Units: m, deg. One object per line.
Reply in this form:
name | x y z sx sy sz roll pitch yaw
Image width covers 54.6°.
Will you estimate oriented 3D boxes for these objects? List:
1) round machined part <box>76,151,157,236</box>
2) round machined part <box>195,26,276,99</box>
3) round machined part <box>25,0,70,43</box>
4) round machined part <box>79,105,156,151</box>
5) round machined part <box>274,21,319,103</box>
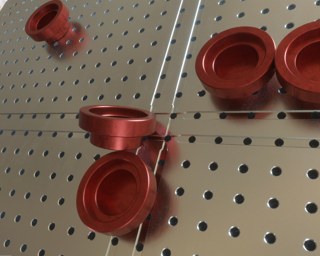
round machined part | -0.048 0.080 0.374 0.098 0.042 0.098 -13 56 21
round machined part | 0.098 -0.078 0.394 0.098 0.042 0.098 -13 56 21
round machined part | -0.232 -0.219 0.656 0.098 0.042 0.098 -13 56 21
round machined part | -0.056 0.000 0.405 0.098 0.099 0.042 15 105 34
round machined part | 0.180 -0.068 0.342 0.098 0.042 0.098 -11 59 18
